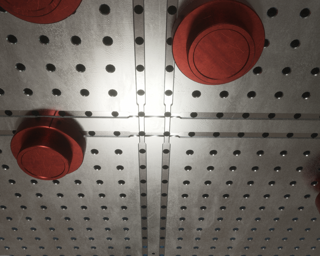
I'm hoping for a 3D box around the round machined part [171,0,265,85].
[{"bbox_3d":[0.062,-0.086,0.328,0.099,0.042,0.097,-1,130,0],"label":"round machined part"}]

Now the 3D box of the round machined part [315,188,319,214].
[{"bbox_3d":[0.301,0.109,0.498,0.099,0.042,0.097,-1,130,0],"label":"round machined part"}]

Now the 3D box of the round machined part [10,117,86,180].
[{"bbox_3d":[-0.156,0.035,0.428,0.099,0.042,0.097,-1,130,0],"label":"round machined part"}]

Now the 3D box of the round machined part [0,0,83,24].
[{"bbox_3d":[-0.117,-0.141,0.279,0.099,0.042,0.097,-1,130,0],"label":"round machined part"}]
